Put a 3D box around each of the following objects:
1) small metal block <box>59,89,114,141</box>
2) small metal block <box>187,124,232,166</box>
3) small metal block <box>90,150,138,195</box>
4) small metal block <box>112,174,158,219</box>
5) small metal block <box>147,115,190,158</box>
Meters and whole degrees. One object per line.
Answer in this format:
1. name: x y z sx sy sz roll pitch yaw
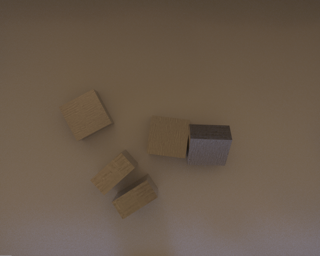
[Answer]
1. small metal block: -0.096 -0.017 0.410 0.050 0.025 0.050 -28 90 0
2. small metal block: 0.061 0.022 0.398 0.050 0.025 0.050 2 135 -1
3. small metal block: -0.057 0.055 0.398 0.050 0.050 0.025 -42 90 0
4. small metal block: -0.030 0.086 0.399 0.050 0.050 0.025 -32 90 0
5. small metal block: 0.011 0.011 0.410 0.050 0.025 0.050 7 90 2
